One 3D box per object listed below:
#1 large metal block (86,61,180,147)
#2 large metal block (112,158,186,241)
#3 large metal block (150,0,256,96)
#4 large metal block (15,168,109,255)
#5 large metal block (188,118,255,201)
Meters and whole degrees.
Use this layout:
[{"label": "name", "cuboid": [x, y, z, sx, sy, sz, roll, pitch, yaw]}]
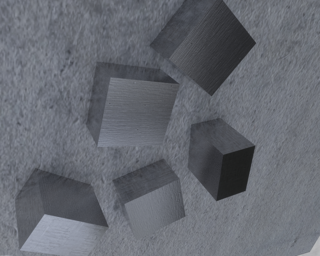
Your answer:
[{"label": "large metal block", "cuboid": [-0.034, -0.026, 0.358, 0.081, 0.050, 0.079, 1, 118, -29]}, {"label": "large metal block", "cuboid": [-0.014, 0.103, 0.448, 0.081, 0.050, 0.080, -22, 127, -16]}, {"label": "large metal block", "cuboid": [0.050, -0.097, 0.360, 0.080, 0.050, 0.080, 33, 100, -39]}, {"label": "large metal block", "cuboid": [-0.119, 0.102, 0.370, 0.080, 0.080, 0.050, 28, 103, -38]}, {"label": "large metal block", "cuboid": [0.084, 0.043, 0.446, 0.050, 0.080, 0.079, -13, 124, -22]}]
